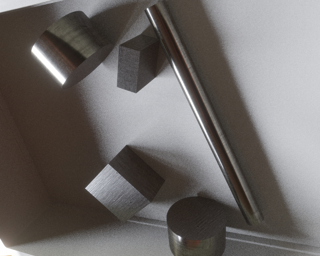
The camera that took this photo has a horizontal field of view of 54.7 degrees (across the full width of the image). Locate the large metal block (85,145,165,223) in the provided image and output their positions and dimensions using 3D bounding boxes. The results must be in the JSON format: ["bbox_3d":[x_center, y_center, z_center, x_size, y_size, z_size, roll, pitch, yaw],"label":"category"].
[{"bbox_3d":[-0.054,0.086,0.472,0.080,0.050,0.080,43,129,-2],"label":"large metal block"}]

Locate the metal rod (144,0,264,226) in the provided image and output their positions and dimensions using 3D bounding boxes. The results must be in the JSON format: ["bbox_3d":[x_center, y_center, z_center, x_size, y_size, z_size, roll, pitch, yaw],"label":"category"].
[{"bbox_3d":[0.061,-0.004,0.373,0.025,0.025,0.299,-16,111,34],"label":"metal rod"}]

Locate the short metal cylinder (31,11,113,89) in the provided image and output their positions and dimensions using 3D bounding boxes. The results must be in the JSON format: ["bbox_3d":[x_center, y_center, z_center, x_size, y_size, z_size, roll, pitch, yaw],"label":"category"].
[{"bbox_3d":[-0.103,-0.091,0.369,0.050,0.080,0.080,48,129,-6],"label":"short metal cylinder"}]

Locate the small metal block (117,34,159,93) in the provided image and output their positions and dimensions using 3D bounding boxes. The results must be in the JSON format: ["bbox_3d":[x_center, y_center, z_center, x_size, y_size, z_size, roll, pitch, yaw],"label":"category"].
[{"bbox_3d":[-0.025,-0.075,0.358,0.025,0.050,0.050,20,126,16],"label":"small metal block"}]

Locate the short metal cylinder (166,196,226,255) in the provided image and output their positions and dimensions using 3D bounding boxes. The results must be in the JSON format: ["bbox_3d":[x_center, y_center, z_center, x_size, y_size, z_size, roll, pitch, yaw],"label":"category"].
[{"bbox_3d":[0.051,0.142,0.433,0.080,0.080,0.050,8,122,23],"label":"short metal cylinder"}]
